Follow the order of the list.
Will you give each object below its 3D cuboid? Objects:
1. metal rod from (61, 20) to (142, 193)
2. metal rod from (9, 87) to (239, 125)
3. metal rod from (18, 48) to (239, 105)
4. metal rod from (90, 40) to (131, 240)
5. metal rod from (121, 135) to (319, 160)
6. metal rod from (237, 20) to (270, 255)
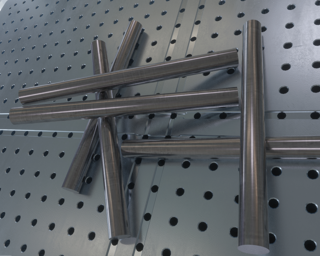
[{"bbox_3d":[-0.082,-0.047,0.481,0.025,0.025,0.300,3,63,29],"label":"metal rod"},{"bbox_3d":[-0.053,-0.027,0.406,0.301,0.025,0.025,-4,59,9],"label":"metal rod"},{"bbox_3d":[-0.046,-0.069,0.427,0.301,0.025,0.025,-10,56,5],"label":"metal rod"},{"bbox_3d":[-0.073,-0.003,0.427,0.025,0.025,0.299,-20,60,16],"label":"metal rod"},{"bbox_3d":[0.089,0.023,0.348,0.300,0.025,0.025,-2,61,27],"label":"metal rod"},{"bbox_3d":[0.102,-0.020,0.340,0.025,0.025,0.300,-7,50,25],"label":"metal rod"}]
